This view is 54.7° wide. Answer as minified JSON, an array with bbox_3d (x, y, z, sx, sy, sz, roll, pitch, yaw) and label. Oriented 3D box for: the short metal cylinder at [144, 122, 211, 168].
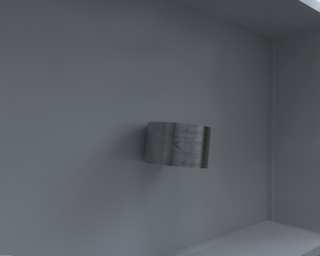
[{"bbox_3d":[0.022,0.022,0.391,0.081,0.080,0.050,9,85,-40],"label":"short metal cylinder"}]
